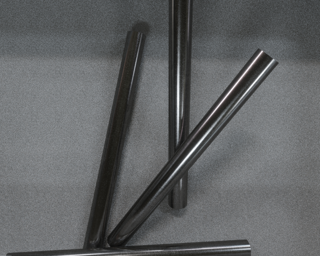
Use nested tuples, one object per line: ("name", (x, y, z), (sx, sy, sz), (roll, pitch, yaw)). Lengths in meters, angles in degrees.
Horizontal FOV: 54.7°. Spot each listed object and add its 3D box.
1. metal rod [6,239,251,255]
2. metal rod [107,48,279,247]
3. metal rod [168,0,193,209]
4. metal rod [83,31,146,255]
("metal rod", (-0.033, 0.162, 0.392), (0.302, 0.025, 0.025), (0, 90, -8))
("metal rod", (0.024, 0.040, 0.360), (0.025, 0.025, 0.299), (36, 110, -1))
("metal rod", (0.022, -0.037, 0.357), (0.025, 0.025, 0.298), (-1, 112, 0))
("metal rod", (-0.061, 0.022, 0.410), (0.025, 0.025, 0.298), (12, 90, -1))
